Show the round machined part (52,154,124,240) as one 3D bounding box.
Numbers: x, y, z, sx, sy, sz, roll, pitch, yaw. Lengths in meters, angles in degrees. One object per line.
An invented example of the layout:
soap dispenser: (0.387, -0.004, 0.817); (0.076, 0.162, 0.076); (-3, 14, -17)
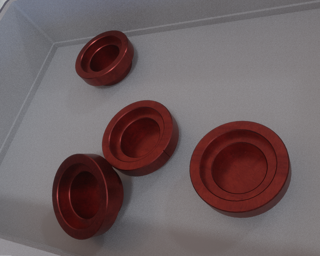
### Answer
round machined part: (-0.083, 0.080, 0.374); (0.098, 0.042, 0.097); (-4, 84, 36)

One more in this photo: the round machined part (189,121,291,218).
round machined part: (0.084, 0.045, 0.323); (0.098, 0.042, 0.098); (-13, 56, 21)

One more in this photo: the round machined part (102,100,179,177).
round machined part: (-0.021, 0.016, 0.396); (0.098, 0.042, 0.098); (-13, 56, 21)

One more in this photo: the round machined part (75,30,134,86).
round machined part: (-0.085, -0.108, 0.506); (0.098, 0.042, 0.098); (-13, 56, 21)
